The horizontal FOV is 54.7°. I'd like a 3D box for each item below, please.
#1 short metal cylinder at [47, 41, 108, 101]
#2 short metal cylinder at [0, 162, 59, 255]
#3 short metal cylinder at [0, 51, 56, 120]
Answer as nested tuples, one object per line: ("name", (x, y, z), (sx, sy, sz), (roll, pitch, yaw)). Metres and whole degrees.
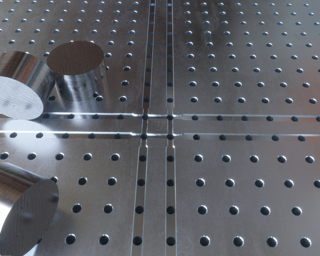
("short metal cylinder", (-0.121, -0.086, 0.462), (0.081, 0.050, 0.080), (0, 50, 0))
("short metal cylinder", (-0.146, 0.080, 0.304), (0.050, 0.080, 0.080), (18, 52, 15))
("short metal cylinder", (-0.189, -0.056, 0.417), (0.080, 0.080, 0.050), (5, 51, 4))
